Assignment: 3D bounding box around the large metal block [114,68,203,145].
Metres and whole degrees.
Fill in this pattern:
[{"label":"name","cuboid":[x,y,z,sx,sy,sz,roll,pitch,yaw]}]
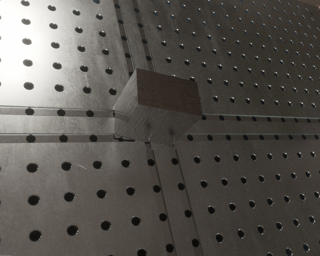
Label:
[{"label":"large metal block","cuboid":[-0.005,-0.022,0.385,0.081,0.080,0.050,9,58,-24]}]
